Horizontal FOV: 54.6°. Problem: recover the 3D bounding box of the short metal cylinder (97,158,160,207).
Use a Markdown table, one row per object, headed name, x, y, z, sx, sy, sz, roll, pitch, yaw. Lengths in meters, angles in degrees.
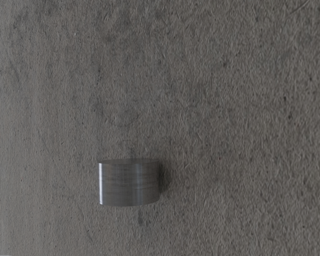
| name | x | y | z | sx | sy | sz | roll | pitch | yaw |
| --- | --- | --- | --- | --- | --- | --- | --- | --- | --- |
| short metal cylinder | -0.041 | 0.068 | 0.404 | 0.080 | 0.081 | 0.050 | -2 | 89 | 40 |
